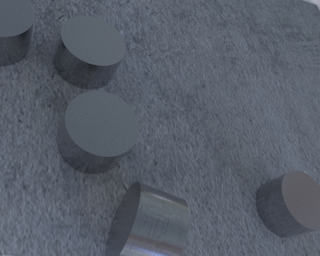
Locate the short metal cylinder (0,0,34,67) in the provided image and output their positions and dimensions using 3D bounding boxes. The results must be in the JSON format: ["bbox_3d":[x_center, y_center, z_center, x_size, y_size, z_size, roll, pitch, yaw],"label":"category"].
[{"bbox_3d":[-0.191,-0.119,0.357,0.081,0.050,0.080,14,56,-21],"label":"short metal cylinder"}]

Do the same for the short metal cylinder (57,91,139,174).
[{"bbox_3d":[-0.070,0.005,0.348,0.081,0.050,0.080,14,56,-21],"label":"short metal cylinder"}]

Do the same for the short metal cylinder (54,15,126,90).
[{"bbox_3d":[-0.091,-0.097,0.399,0.081,0.050,0.080,14,56,-21],"label":"short metal cylinder"}]

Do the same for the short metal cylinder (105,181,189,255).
[{"bbox_3d":[-0.014,0.099,0.302,0.050,0.080,0.080,24,53,-14],"label":"short metal cylinder"}]

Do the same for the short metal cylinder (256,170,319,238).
[{"bbox_3d":[0.180,0.104,0.424,0.081,0.050,0.080,14,56,-21],"label":"short metal cylinder"}]
